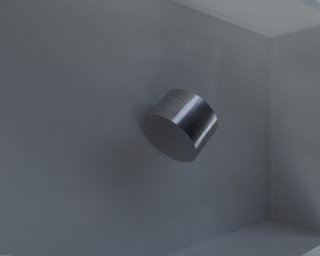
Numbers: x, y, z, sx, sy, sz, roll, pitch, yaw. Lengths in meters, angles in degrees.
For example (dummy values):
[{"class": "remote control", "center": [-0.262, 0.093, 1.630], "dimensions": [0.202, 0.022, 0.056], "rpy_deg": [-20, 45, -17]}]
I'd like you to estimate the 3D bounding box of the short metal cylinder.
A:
[{"class": "short metal cylinder", "center": [0.025, -0.002, 0.390], "dimensions": [0.050, 0.080, 0.080], "rpy_deg": [-49, 120, -29]}]
